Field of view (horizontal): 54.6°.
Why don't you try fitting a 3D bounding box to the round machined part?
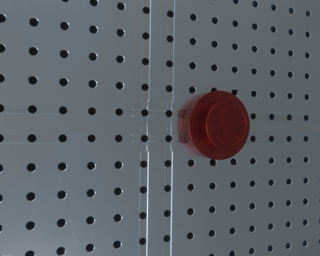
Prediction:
[{"bbox_3d":[0.085,-0.004,0.435,0.099,0.042,0.097,0,90,-20],"label":"round machined part"}]
